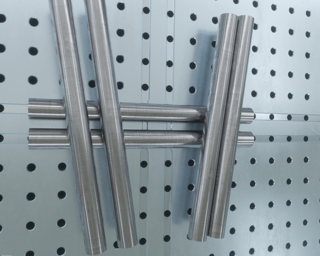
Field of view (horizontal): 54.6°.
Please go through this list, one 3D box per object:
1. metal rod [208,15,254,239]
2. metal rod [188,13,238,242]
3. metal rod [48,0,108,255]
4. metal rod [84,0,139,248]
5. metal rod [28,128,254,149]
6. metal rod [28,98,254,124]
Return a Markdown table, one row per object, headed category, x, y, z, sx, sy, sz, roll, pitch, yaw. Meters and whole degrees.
| category | x | y | z | sx | sy | sz | roll | pitch | yaw |
| --- | --- | --- | --- | --- | --- | --- | --- | --- | --- |
| metal rod | 0.096 | -0.004 | 0.422 | 0.025 | 0.025 | 0.299 | 10 | 87 | -20 |
| metal rod | 0.071 | -0.003 | 0.413 | 0.025 | 0.025 | 0.299 | 10 | 87 | -20 |
| metal rod | -0.093 | -0.006 | 0.352 | 0.025 | 0.025 | 0.298 | -9 | 93 | -20 |
| metal rod | -0.057 | -0.009 | 0.365 | 0.025 | 0.025 | 0.298 | -8 | 93 | -20 |
| metal rod | -0.009 | 0.015 | 0.410 | 0.302 | 0.025 | 0.025 | 1 | 90 | -20 |
| metal rod | -0.009 | -0.020 | 0.409 | 0.302 | 0.025 | 0.025 | 1 | 90 | -20 |
